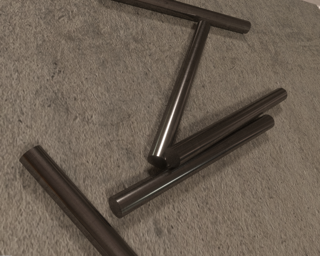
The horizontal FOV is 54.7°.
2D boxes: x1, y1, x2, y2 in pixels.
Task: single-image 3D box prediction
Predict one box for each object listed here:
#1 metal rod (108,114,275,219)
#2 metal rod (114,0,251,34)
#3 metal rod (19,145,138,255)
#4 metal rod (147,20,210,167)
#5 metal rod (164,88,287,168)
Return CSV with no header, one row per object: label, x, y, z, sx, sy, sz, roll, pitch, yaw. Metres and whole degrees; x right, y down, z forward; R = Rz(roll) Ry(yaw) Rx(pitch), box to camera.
metal rod,0.065,0.037,0.417,0.302,0.025,0.025,-23,74,-37
metal rod,0.040,-0.212,0.556,0.303,0.025,0.025,4,60,-27
metal rod,-0.031,0.135,0.305,0.300,0.025,0.025,47,51,4
metal rod,0.038,-0.071,0.469,0.025,0.025,0.300,29,52,-11
metal rod,0.117,-0.013,0.462,0.302,0.025,0.025,-25,76,-42
